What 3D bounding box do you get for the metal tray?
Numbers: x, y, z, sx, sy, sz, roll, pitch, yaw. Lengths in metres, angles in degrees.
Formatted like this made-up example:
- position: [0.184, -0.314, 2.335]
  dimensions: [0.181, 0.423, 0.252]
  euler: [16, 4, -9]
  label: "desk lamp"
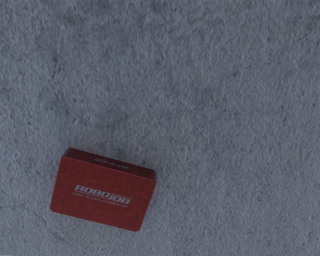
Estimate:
- position: [-0.080, 0.089, 0.439]
  dimensions: [0.131, 0.030, 0.089]
  euler: [16, 109, -7]
  label: "metal tray"
